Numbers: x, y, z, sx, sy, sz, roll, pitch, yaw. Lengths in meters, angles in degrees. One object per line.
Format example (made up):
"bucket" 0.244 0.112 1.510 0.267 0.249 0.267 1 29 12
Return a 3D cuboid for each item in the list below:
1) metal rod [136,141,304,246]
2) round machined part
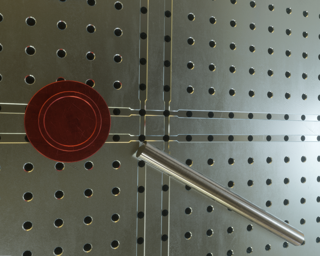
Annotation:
"metal rod" 0.098 0.102 0.450 0.301 0.025 0.025 31 80 -18
"round machined part" -0.107 -0.008 0.365 0.099 0.042 0.097 0 90 -21
